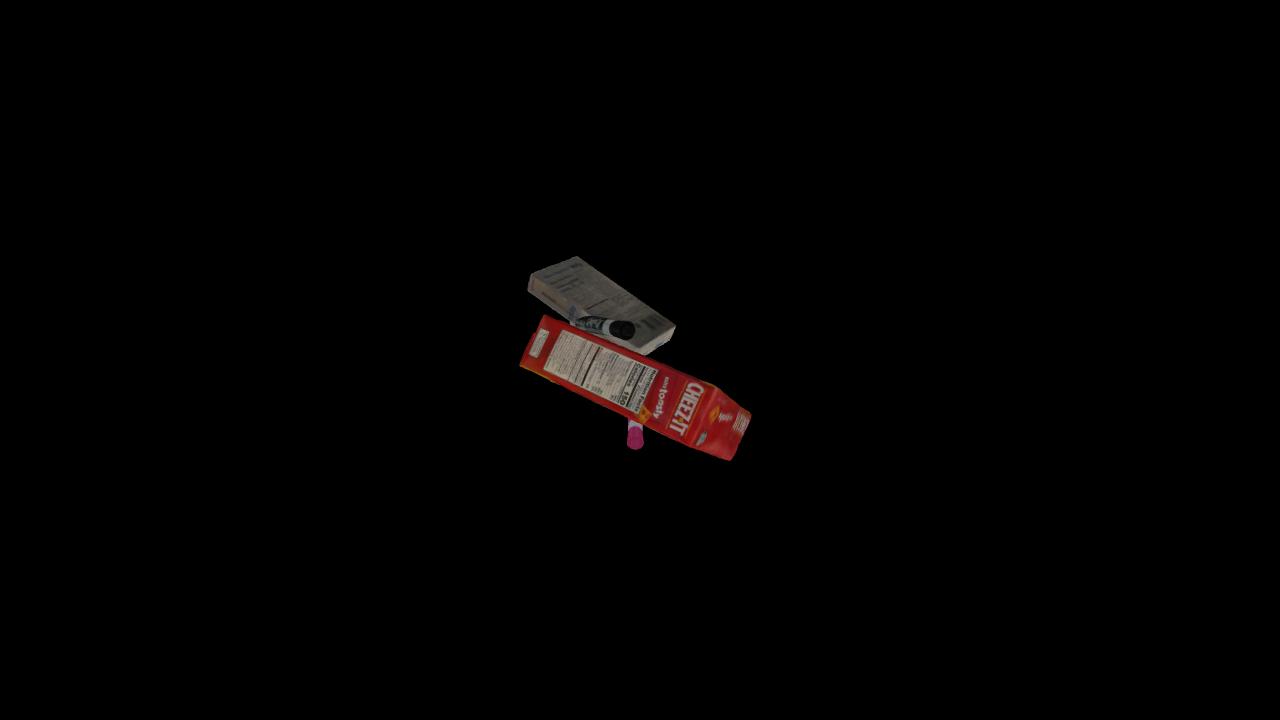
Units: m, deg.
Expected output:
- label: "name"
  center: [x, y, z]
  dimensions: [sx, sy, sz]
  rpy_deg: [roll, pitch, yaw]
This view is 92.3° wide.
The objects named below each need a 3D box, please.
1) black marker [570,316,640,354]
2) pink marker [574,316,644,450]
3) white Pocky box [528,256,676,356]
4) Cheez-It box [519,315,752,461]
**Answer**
- label: "black marker"
  center: [-0.040, -0.035, 0.630]
  dimensions: [0.020, 0.020, 0.121]
  rpy_deg: [0, 7, -30]
- label: "pink marker"
  center: [-0.006, 0.067, 0.728]
  dimensions: [0.020, 0.020, 0.121]
  rpy_deg: [0, 26, 0]
- label: "white Pocky box"
  center: [-0.042, -0.059, 0.689]
  dimensions: [0.154, 0.028, 0.084]
  rpy_deg: [36, 38, 18]
- label: "Cheez-It box"
  center: [0.000, 0.034, 0.696]
  dimensions: [0.223, 0.071, 0.166]
  rpy_deg: [24, -3, 26]
